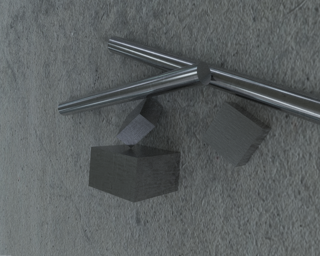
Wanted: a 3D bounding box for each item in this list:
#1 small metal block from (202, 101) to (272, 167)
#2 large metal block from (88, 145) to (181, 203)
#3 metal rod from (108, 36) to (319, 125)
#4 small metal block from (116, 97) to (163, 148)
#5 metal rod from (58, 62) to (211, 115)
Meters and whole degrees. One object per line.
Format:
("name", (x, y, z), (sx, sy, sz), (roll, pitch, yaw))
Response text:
("small metal block", (0.082, 0.006, 0.336), (0.050, 0.025, 0.050), (43, 116, 31))
("large metal block", (-0.031, 0.052, 0.393), (0.080, 0.081, 0.050), (8, 96, 39))
("metal rod", (0.041, -0.069, 0.369), (0.300, 0.025, 0.025), (27, 107, 36))
("small metal block", (-0.026, -0.009, 0.406), (0.025, 0.050, 0.050), (40, 123, -14))
("metal rod", (-0.059, -0.046, 0.434), (0.300, 0.025, 0.025), (-7, 86, 44))
